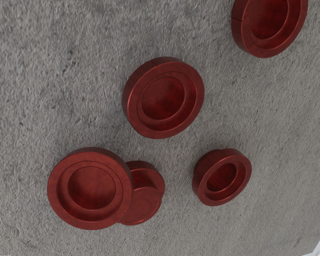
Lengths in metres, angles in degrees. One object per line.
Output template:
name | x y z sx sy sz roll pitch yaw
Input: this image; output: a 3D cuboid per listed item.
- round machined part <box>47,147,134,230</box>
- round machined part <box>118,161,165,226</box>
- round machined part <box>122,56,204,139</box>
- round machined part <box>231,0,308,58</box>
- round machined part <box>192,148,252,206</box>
round machined part | -0.081 0.069 0.376 0.099 0.042 0.097 0 102 0
round machined part | -0.037 0.098 0.436 0.099 0.042 0.097 -14 124 -21
round machined part | 0.001 -0.039 0.372 0.099 0.042 0.097 -14 124 -21
round machined part | 0.127 -0.139 0.379 0.099 0.042 0.097 -14 124 -21
round machined part | 0.093 0.073 0.491 0.099 0.042 0.097 -14 124 -21
